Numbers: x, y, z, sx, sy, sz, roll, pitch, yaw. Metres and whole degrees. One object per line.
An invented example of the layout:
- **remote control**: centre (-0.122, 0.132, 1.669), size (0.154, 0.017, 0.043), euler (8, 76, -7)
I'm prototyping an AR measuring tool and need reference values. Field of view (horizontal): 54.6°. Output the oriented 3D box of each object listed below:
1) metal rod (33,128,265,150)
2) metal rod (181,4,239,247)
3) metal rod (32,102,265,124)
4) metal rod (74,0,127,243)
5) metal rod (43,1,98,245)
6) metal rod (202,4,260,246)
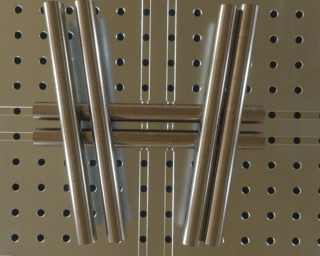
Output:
- **metal rod**: centre (-0.014, 0.015, 0.414), size (0.302, 0.025, 0.025), euler (1, 90, 0)
- **metal rod**: centre (0.062, -0.003, 0.389), size (0.025, 0.025, 0.298), euler (9, 90, 0)
- **metal rod**: centre (-0.014, -0.020, 0.414), size (0.302, 0.025, 0.025), euler (1, 90, 0)
- **metal rod**: centre (-0.074, -0.009, 0.389), size (0.025, 0.025, 0.298), euler (-8, 90, 0)
- **metal rod**: centre (-0.112, -0.006, 0.388), size (0.025, 0.025, 0.298), euler (-8, 90, 0)
- **metal rod**: centre (0.089, -0.004, 0.390), size (0.025, 0.025, 0.298), euler (9, 90, 0)
